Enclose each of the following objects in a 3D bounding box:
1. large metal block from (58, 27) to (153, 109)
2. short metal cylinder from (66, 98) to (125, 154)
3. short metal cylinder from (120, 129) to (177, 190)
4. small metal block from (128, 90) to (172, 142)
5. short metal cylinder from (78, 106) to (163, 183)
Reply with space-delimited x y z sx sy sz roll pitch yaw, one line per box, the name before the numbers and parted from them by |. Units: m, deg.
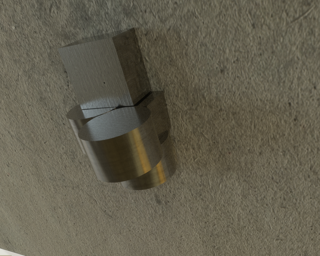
large metal block | -0.065 -0.072 0.383 0.080 0.050 0.080 -2 118 29
short metal cylinder | -0.075 -0.007 0.409 0.080 0.080 0.050 -2 117 29
short metal cylinder | -0.023 0.037 0.408 0.080 0.080 0.050 0 118 28
small metal block | -0.011 -0.015 0.391 0.025 0.050 0.050 1 119 28
short metal cylinder | -0.042 0.015 0.340 0.080 0.080 0.050 -2 117 29
